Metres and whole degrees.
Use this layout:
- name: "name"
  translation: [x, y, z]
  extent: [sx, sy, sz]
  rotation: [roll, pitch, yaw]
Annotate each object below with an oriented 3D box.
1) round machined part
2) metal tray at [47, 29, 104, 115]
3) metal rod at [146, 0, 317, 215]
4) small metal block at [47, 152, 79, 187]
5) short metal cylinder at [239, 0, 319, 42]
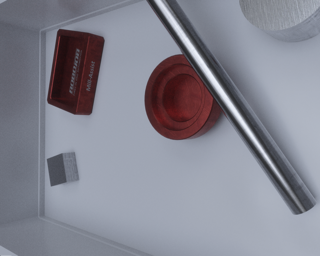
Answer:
- name: "round machined part"
  translation: [0.032, -0.035, 0.368]
  extent: [0.098, 0.042, 0.097]
  rotation: [0, 90, 39]
- name: "metal tray"
  translation: [-0.144, -0.094, 0.518]
  extent: [0.090, 0.030, 0.129]
  rotation: [20, 102, 38]
- name: "metal rod"
  translation: [0.055, -0.049, 0.310]
  extent: [0.025, 0.025, 0.299]
  rotation: [-37, 83, 33]
- name: "small metal block"
  translation: [-0.171, 0.073, 0.545]
  extent: [0.050, 0.025, 0.050]
  rotation: [-19, 78, 38]
- name: "short metal cylinder"
  translation: [0.122, -0.125, 0.289]
  extent: [0.080, 0.050, 0.079]
  rotation: [0, 90, 39]
